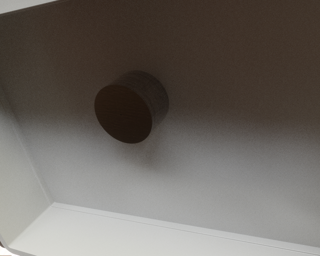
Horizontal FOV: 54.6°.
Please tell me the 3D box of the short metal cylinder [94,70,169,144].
[{"bbox_3d":[-0.035,-0.027,0.395,0.080,0.050,0.080,13,124,21],"label":"short metal cylinder"}]
